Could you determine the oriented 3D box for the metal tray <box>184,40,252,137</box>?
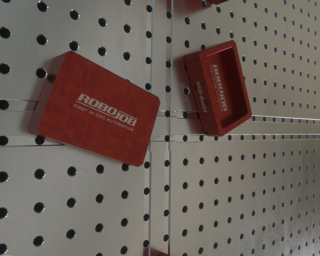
[{"bbox_3d":[0.094,-0.062,0.482,0.091,0.030,0.129,-28,107,-36],"label":"metal tray"}]

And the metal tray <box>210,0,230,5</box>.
[{"bbox_3d":[0.077,-0.238,0.429,0.130,0.090,0.030,35,69,-34],"label":"metal tray"}]

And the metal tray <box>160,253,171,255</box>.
[{"bbox_3d":[0.036,0.240,0.435,0.130,0.030,0.090,37,67,-34],"label":"metal tray"}]

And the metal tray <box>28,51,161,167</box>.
[{"bbox_3d":[-0.066,-0.016,0.350,0.131,0.030,0.090,25,75,-37],"label":"metal tray"}]
